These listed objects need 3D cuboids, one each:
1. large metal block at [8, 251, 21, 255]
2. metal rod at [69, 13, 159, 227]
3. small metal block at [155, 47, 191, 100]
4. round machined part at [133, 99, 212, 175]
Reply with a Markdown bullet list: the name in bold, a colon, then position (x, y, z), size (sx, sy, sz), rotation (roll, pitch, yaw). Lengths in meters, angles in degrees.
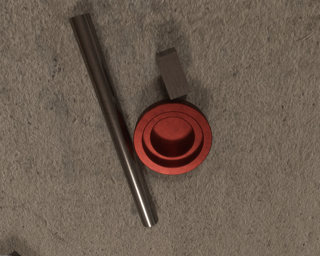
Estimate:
- **large metal block**: position (-0.237, 0.256, 0.488), size (0.080, 0.050, 0.080), rotation (-37, 107, 12)
- **metal rod**: position (-0.054, 0.004, 0.410), size (0.025, 0.025, 0.298), rotation (-15, 110, 5)
- **small metal block**: position (0.015, -0.067, 0.372), size (0.025, 0.050, 0.050), rotation (-20, 109, 7)
- **round machined part**: position (0.016, 0.008, 0.404), size (0.099, 0.042, 0.097), rotation (0, 110, -1)
